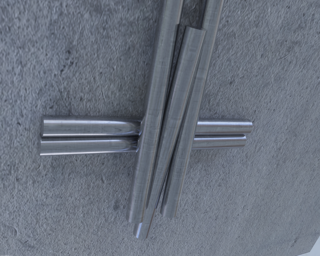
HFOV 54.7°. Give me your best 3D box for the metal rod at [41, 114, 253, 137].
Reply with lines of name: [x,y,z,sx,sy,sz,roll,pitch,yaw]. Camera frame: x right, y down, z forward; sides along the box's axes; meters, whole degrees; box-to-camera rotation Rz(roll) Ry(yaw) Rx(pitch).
metal rod: [0.004,-0.002,0.411,0.303,0.025,0.025,0,119,-29]

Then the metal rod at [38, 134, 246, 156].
metal rod: [-0.003,0.019,0.421,0.303,0.025,0.025,0,119,-29]

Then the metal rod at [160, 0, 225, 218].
metal rod: [0.038,-0.020,0.390,0.025,0.025,0.298,0,110,-29]

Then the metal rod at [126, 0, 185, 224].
metal rod: [-0.008,-0.020,0.366,0.025,0.025,0.298,0,110,-29]

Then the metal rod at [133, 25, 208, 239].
metal rod: [0.006,0.023,0.394,0.025,0.025,0.298,0,118,-29]
